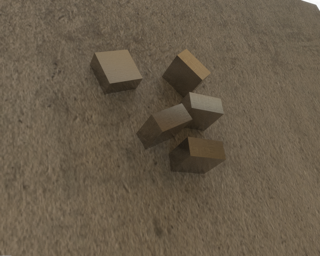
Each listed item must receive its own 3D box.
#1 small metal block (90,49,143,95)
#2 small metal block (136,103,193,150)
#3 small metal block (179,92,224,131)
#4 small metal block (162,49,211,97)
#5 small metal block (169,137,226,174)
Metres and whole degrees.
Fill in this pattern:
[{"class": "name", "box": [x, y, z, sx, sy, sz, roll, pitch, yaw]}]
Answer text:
[{"class": "small metal block", "box": [-0.059, -0.077, 0.420, 0.050, 0.025, 0.050, -16, 70, -35]}, {"class": "small metal block", "box": [0.005, -0.002, 0.393, 0.050, 0.050, 0.025, -22, 74, -36]}, {"class": "small metal block", "box": [0.052, -0.022, 0.431, 0.050, 0.050, 0.025, 9, 58, -24]}, {"class": "small metal block", "box": [0.038, -0.079, 0.458, 0.050, 0.050, 0.025, 45, 51, 3]}, {"class": "small metal block", "box": [0.046, 0.036, 0.392, 0.050, 0.050, 0.025, 8, 58, -24]}]
